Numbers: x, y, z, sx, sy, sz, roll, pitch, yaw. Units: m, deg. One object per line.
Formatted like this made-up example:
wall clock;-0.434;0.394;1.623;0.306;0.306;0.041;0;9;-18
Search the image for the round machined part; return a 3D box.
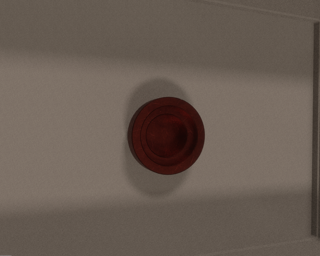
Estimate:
round machined part;0.005;0.010;0.405;0.099;0.042;0.097;0;90;-21
